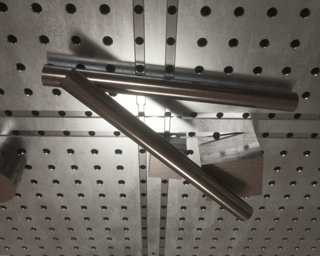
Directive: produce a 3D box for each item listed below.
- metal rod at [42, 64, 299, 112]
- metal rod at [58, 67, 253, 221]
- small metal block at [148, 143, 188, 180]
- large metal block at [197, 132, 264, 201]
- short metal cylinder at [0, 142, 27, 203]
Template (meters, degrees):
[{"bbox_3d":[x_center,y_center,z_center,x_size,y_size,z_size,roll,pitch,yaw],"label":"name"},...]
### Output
[{"bbox_3d":[0.017,-0.047,0.372,0.302,0.025,0.025,5,130,-6],"label":"metal rod"},{"bbox_3d":[0.010,0.032,0.383,0.301,0.025,0.025,38,120,-20],"label":"metal rod"},{"bbox_3d":[0.011,0.048,0.453,0.050,0.025,0.050,5,130,-5],"label":"small metal block"},{"bbox_3d":[0.100,0.056,0.445,0.080,0.050,0.080,-8,130,6],"label":"large metal block"},{"bbox_3d":[-0.242,0.064,0.446,0.081,0.050,0.079,0,130,0],"label":"short metal cylinder"}]
